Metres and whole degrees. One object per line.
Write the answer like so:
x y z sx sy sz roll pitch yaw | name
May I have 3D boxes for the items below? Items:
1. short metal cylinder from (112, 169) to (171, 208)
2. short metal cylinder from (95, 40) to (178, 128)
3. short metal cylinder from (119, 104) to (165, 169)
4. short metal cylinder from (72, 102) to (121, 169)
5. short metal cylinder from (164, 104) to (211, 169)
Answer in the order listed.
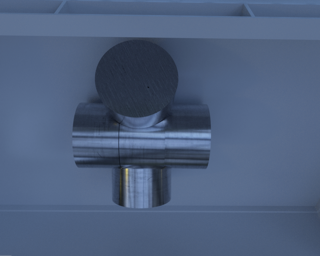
-0.025 0.071 0.421 0.081 0.080 0.050 0 96 0 | short metal cylinder
-0.023 -0.044 0.324 0.081 0.080 0.050 1 168 -1 | short metal cylinder
-0.020 0.010 0.379 0.050 0.080 0.079 1 130 -1 | short metal cylinder
-0.071 0.009 0.378 0.050 0.080 0.079 1 130 -1 | short metal cylinder
0.031 0.010 0.380 0.050 0.080 0.079 1 130 -1 | short metal cylinder
